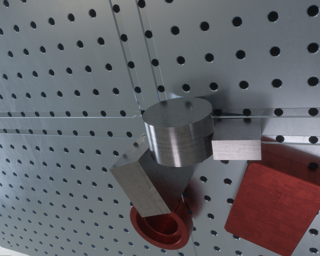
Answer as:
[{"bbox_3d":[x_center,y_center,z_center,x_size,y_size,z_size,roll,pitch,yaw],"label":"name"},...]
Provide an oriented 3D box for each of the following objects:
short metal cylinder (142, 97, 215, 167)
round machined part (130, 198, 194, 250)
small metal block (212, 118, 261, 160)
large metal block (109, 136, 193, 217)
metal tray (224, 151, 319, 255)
[{"bbox_3d":[0.024,0.002,0.365,0.080,0.080,0.050,4,120,26],"label":"short metal cylinder"},{"bbox_3d":[0.006,0.138,0.483,0.098,0.042,0.097,13,124,21],"label":"round machined part"},{"bbox_3d":[0.088,0.012,0.351,0.050,0.050,0.025,-2,118,18],"label":"small metal block"},{"bbox_3d":[-0.008,0.059,0.417,0.050,0.080,0.080,-21,107,36],"label":"large metal block"},{"bbox_3d":[0.143,0.098,0.393,0.090,0.030,0.129,20,126,16],"label":"metal tray"}]
